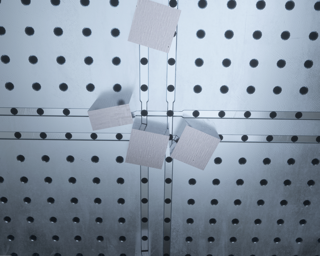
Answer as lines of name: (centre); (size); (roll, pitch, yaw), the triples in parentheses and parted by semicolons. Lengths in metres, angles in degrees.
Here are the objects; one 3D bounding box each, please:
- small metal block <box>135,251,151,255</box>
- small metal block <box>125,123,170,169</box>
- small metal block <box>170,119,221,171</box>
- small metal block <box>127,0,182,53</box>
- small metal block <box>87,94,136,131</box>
small metal block: (-0.026, 0.232, 0.485); (0.025, 0.050, 0.050); (-4, 110, 1)
small metal block: (-0.017, 0.024, 0.422); (0.050, 0.025, 0.050); (12, 110, -5)
small metal block: (0.047, 0.023, 0.422); (0.050, 0.025, 0.050); (23, 108, -8)
small metal block: (-0.007, -0.122, 0.368); (0.050, 0.025, 0.050); (15, 109, -6)
small metal block: (-0.059, -0.021, 0.392); (0.050, 0.050, 0.025); (-10, 110, 4)
